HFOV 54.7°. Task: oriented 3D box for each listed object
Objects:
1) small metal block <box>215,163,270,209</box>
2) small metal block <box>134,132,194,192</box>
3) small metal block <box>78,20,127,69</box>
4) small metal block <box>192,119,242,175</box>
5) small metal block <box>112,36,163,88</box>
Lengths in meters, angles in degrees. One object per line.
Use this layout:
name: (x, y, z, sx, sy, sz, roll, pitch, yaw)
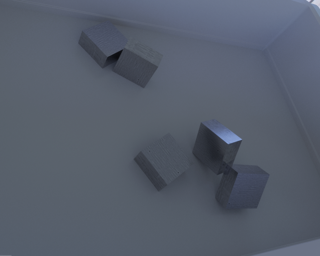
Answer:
small metal block: (0.105, 0.075, 0.398, 0.050, 0.050, 0.025, 7, 18, -25)
small metal block: (0.005, 0.041, 0.383, 0.050, 0.025, 0.050, -32, 80, -38)
small metal block: (-0.077, -0.119, 0.436, 0.050, 0.025, 0.050, 47, 51, 4)
small metal block: (0.073, 0.024, 0.402, 0.025, 0.050, 0.050, -13, 40, -34)
small metal block: (-0.031, -0.089, 0.427, 0.050, 0.050, 0.025, 28, 52, -11)
